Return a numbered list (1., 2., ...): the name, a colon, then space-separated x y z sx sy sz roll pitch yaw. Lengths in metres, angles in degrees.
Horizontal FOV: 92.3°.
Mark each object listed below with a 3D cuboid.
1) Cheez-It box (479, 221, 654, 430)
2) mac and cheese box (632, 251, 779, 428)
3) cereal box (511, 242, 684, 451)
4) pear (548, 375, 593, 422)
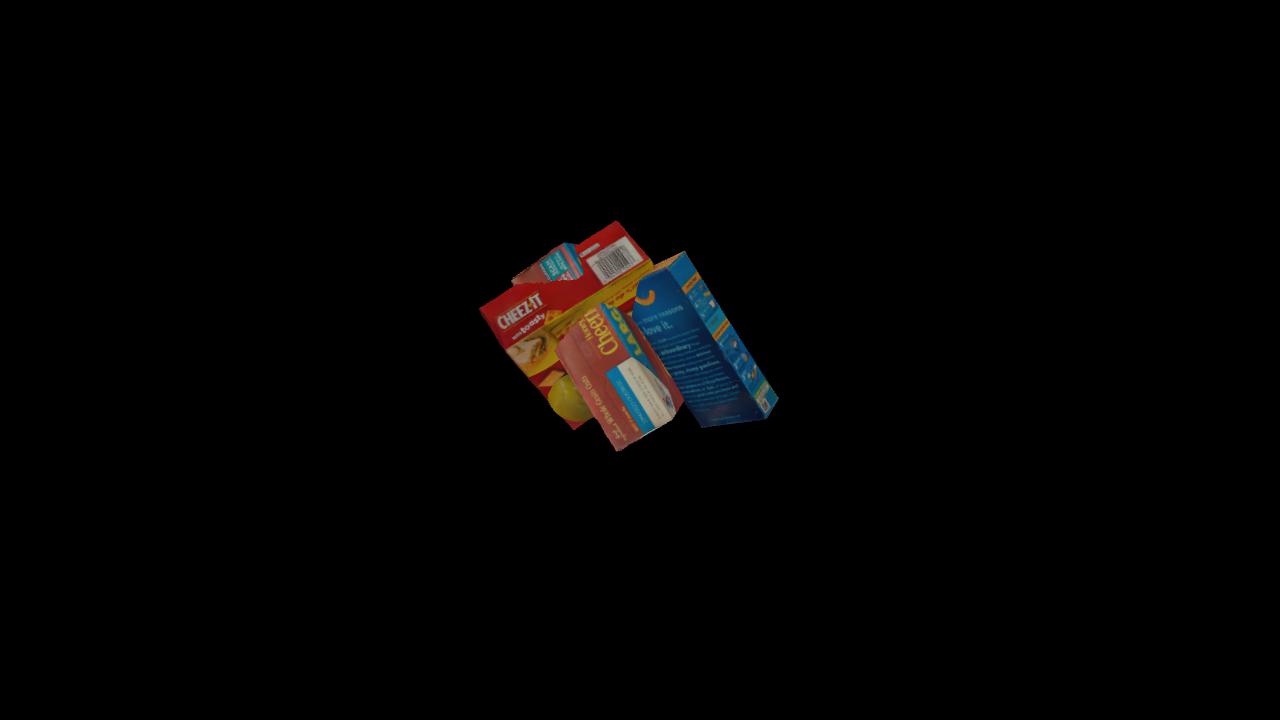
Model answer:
1. Cheez-It box: -0.051 -0.027 0.680 0.166 0.071 0.223 -34 -28 -4
2. mac and cheese box: 0.055 -0.014 0.631 0.093 0.184 0.041 -15 25 49
3. cereal box: -0.016 -0.033 0.734 0.081 0.203 0.306 -32 0 14
4. pear: -0.070 0.042 0.693 0.080 0.080 0.111 0 -36 -4
